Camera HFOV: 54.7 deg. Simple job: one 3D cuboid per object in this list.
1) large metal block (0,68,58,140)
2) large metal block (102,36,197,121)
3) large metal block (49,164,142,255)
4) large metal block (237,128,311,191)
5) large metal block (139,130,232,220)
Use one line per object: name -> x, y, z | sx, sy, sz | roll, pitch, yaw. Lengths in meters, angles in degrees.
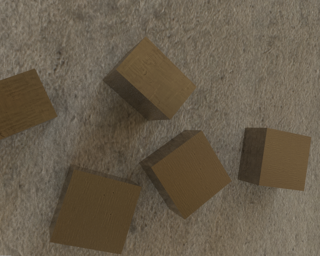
large metal block -> -0.158, -0.018, 0.322 | 0.081, 0.080, 0.050 | -25, 99, -19
large metal block -> -0.016, -0.054, 0.375 | 0.080, 0.080, 0.050 | 42, 77, -16
large metal block -> -0.077, 0.095, 0.368 | 0.081, 0.050, 0.080 | 19, 84, -20
large metal block -> 0.169, 0.045, 0.460 | 0.081, 0.050, 0.080 | 11, 87, -20
large metal block -> 0.033, 0.058, 0.409 | 0.080, 0.050, 0.080 | -35, 102, -17
